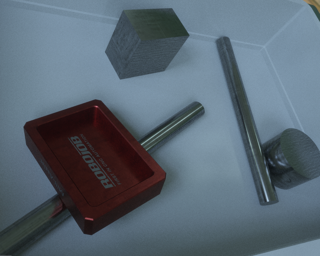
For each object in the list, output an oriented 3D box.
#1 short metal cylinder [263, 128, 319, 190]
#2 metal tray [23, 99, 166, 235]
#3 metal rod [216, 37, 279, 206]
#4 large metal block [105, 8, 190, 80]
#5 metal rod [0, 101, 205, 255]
[{"bbox_3d":[0.196,0.047,0.469,0.081,0.050,0.080,14,56,-21],"label":"short metal cylinder"},{"bbox_3d":[-0.068,0.031,0.319,0.091,0.030,0.130,-24,57,-34],"label":"metal tray"},{"bbox_3d":[0.133,-0.027,0.496,0.025,0.025,0.299,7,59,-25],"label":"metal rod"},{"bbox_3d":[-0.020,-0.118,0.433,0.081,0.080,0.050,-18,72,-35],"label":"large metal block"},{"bbox_3d":[-0.042,0.039,0.359,0.302,0.025,0.025,-34,81,-39],"label":"metal rod"}]
